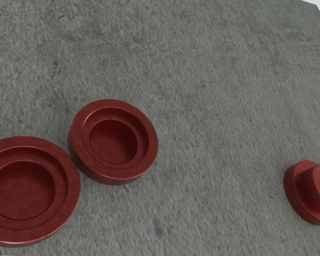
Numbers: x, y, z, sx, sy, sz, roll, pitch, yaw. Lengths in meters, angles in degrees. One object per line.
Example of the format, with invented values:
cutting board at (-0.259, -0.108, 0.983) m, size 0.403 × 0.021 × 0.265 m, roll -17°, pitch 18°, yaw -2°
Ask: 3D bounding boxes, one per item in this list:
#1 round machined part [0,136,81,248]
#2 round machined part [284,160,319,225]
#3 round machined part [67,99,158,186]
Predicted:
round machined part at (-0.128, 0.060, 0.288) m, size 0.099 × 0.042 × 0.098 m, roll 14°, pitch 56°, yaw -21°
round machined part at (0.241, 0.093, 0.469) m, size 0.099 × 0.042 × 0.098 m, roll 14°, pitch 56°, yaw -21°
round machined part at (-0.055, 0.019, 0.353) m, size 0.099 × 0.042 × 0.098 m, roll 14°, pitch 56°, yaw -21°
